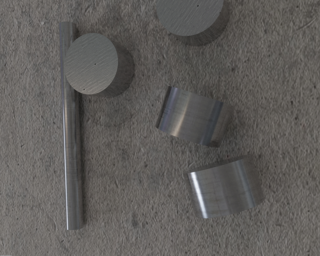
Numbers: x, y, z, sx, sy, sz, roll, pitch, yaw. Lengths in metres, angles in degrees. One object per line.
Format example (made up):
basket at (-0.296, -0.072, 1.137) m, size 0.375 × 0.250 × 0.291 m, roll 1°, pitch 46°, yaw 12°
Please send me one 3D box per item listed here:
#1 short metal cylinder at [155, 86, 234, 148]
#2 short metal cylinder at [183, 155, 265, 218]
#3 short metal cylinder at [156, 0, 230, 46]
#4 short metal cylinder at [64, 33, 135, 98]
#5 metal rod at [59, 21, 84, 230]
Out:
short metal cylinder at (0.040, -0.014, 0.366) m, size 0.080 × 0.080 × 0.050 m, roll 20°, pitch 97°, yaw 19°
short metal cylinder at (0.072, 0.065, 0.354) m, size 0.080 × 0.080 × 0.050 m, roll -18°, pitch 84°, yaw 19°
short metal cylinder at (0.042, -0.146, 0.381) m, size 0.080 × 0.050 × 0.080 m, roll 0°, pitch 90°, yaw 20°
short metal cylinder at (-0.082, -0.083, 0.425) m, size 0.080 × 0.050 × 0.080 m, roll 0°, pitch 90°, yaw 20°
metal rod at (-0.130, -0.004, 0.454) m, size 0.025 × 0.025 × 0.298 m, roll -3°, pitch 89°, yaw 20°
